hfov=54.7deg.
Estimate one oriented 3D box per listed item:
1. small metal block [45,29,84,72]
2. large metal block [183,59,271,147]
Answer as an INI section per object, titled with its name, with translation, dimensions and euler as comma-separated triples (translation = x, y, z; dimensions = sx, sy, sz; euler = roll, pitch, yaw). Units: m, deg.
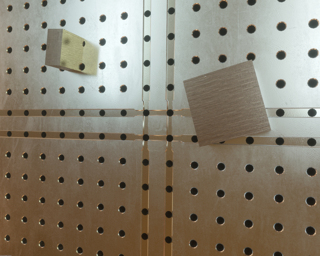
[small metal block]
translation = -0.137, -0.111, 0.448
dimensions = 0.025, 0.050, 0.050
euler = 6, 92, 20
[large metal block]
translation = 0.081, -0.027, 0.370
dimensions = 0.080, 0.050, 0.080
euler = -15, 85, 19
